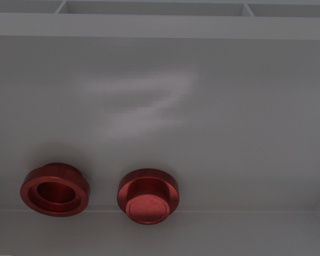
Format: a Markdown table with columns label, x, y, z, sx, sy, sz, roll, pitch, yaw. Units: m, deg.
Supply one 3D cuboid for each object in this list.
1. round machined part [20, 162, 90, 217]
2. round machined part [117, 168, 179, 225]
| label | x | y | z | sx | sy | sz | roll | pitch | yaw |
| --- | --- | --- | --- | --- | --- | --- | --- | --- | --- |
| round machined part | -0.156 | 0.090 | 0.473 | 0.099 | 0.042 | 0.097 | 0 | 130 | 0 |
| round machined part | -0.019 | 0.114 | 0.487 | 0.099 | 0.042 | 0.097 | 0 | 123 | 0 |
